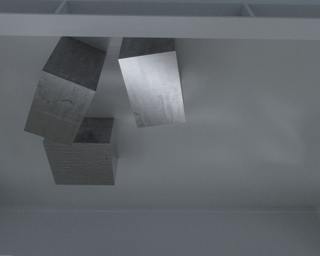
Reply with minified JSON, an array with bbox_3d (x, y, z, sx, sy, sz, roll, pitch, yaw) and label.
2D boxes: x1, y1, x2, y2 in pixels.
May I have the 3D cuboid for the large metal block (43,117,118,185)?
[{"bbox_3d":[-0.102,0.032,0.419,0.081,0.050,0.079,1,130,-1],"label":"large metal block"}]

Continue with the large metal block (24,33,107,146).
[{"bbox_3d":[-0.101,-0.042,0.336,0.050,0.080,0.080,21,127,-17],"label":"large metal block"}]

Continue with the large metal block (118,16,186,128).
[{"bbox_3d":[-0.005,-0.059,0.323,0.050,0.080,0.080,-7,130,6],"label":"large metal block"}]
